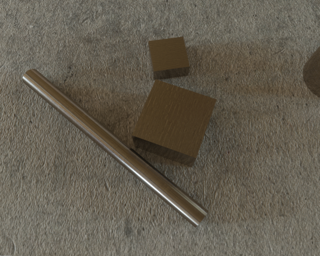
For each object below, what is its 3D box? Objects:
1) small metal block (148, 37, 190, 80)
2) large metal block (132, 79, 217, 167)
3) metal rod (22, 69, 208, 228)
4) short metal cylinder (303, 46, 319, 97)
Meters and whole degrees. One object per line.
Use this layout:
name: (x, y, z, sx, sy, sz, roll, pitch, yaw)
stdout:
small metal block: (0.012, -0.100, 0.445, 0.050, 0.025, 0.050, -8, 70, -4)
large metal block: (0.018, -0.005, 0.397, 0.080, 0.050, 0.080, 19, 71, 6)
metal rod: (-0.066, 0.018, 0.400, 0.300, 0.025, 0.025, 38, 74, 12)
short metal cylinder: (0.249, -0.083, 0.428, 0.081, 0.050, 0.080, 0, 70, 0)
